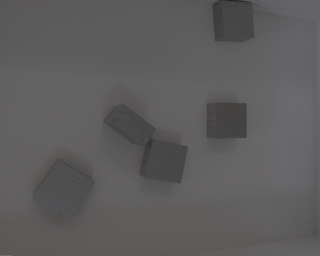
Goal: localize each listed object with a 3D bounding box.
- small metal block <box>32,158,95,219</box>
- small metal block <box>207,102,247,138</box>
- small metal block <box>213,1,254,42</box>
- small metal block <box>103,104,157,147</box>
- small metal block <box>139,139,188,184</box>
[{"bbox_3d":[-0.114,0.071,0.369,0.050,0.025,0.050,36,79,-17],"label":"small metal block"},{"bbox_3d":[0.096,-0.011,0.446,0.050,0.025,0.050,0,90,-20],"label":"small metal block"},{"bbox_3d":[0.107,-0.154,0.449,0.050,0.025,0.050,-5,92,-20],"label":"small metal block"},{"bbox_3d":[-0.038,-0.003,0.383,0.050,0.050,0.025,38,78,-16],"label":"small metal block"},{"bbox_3d":[0.005,0.044,0.412,0.050,0.025,0.050,13,86,-20],"label":"small metal block"}]
